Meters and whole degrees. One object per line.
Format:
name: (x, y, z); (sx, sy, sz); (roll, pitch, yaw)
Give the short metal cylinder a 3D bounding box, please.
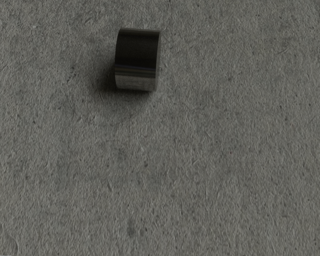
short metal cylinder: (-0.027, -0.090, 0.412); (0.050, 0.080, 0.080); (5, 70, 2)
